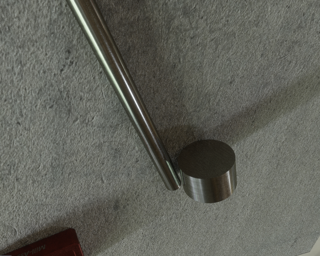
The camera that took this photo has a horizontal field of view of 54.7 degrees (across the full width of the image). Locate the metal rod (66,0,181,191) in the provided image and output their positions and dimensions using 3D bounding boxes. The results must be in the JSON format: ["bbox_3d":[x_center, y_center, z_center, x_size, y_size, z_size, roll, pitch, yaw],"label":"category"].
[{"bbox_3d":[-0.028,-0.020,0.379,0.025,0.025,0.299,-32,129,-8],"label":"metal rod"}]

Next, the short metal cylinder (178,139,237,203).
[{"bbox_3d":[0.069,0.061,0.449,0.081,0.080,0.050,-24,128,-14],"label":"short metal cylinder"}]

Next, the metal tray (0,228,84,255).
[{"bbox_3d":[-0.173,0.204,0.436,0.131,0.030,0.089,-18,126,-18],"label":"metal tray"}]
